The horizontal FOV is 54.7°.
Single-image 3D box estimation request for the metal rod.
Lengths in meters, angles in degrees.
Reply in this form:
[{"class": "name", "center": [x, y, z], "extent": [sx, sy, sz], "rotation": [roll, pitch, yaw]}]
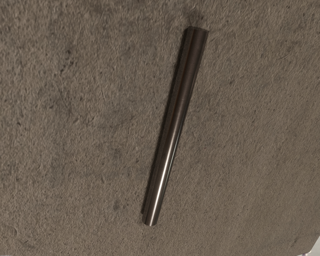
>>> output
[{"class": "metal rod", "center": [0.014, 0.015, 0.425], "extent": [0.025, 0.025, 0.298], "rotation": [-2, 119, -28]}]
